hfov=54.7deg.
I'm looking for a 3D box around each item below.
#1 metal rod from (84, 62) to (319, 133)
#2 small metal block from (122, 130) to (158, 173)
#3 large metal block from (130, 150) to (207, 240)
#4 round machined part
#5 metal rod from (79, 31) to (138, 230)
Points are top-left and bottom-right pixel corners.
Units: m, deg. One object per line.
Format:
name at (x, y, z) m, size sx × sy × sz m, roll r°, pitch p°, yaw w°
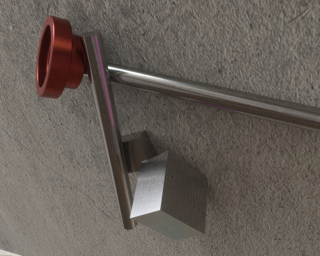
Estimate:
metal rod at (0.036, -0.043, 0.360) m, size 0.301 × 0.025 × 0.025 m, roll 15°, pitch 125°, yaw 19°
small metal block at (-0.035, 0.035, 0.446) m, size 0.050 × 0.025 × 0.050 m, roll -15°, pitch 111°, yaw 33°
large metal block at (0.015, 0.089, 0.400) m, size 0.050 × 0.080 × 0.080 m, roll -27°, pitch 130°, yaw 37°
round machined part at (-0.122, -0.084, 0.384) m, size 0.098 × 0.042 × 0.097 m, roll -14°, pitch 73°, yaw 57°
metal rod at (-0.063, 0.023, 0.420) m, size 0.025 × 0.025 × 0.298 m, roll 8°, pitch 123°, yaw 24°
